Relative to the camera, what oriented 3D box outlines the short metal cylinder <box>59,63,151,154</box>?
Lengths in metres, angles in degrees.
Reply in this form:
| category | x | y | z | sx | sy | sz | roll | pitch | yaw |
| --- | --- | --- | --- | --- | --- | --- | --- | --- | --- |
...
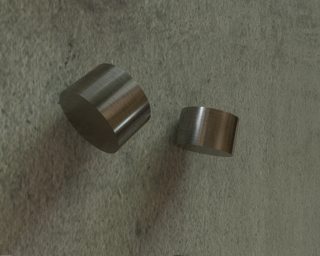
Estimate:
| category | x | y | z | sx | sy | sz | roll | pitch | yaw |
| --- | --- | --- | --- | --- | --- | --- | --- | --- | --- |
| short metal cylinder | -0.057 | -0.020 | 0.323 | 0.050 | 0.080 | 0.080 | -46 | 118 | -30 |

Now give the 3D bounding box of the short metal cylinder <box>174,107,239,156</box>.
| category | x | y | z | sx | sy | sz | roll | pitch | yaw |
| --- | --- | --- | --- | --- | --- | --- | --- | --- | --- |
| short metal cylinder | 0.064 | 0.007 | 0.425 | 0.080 | 0.080 | 0.050 | 20 | 77 | -39 |
